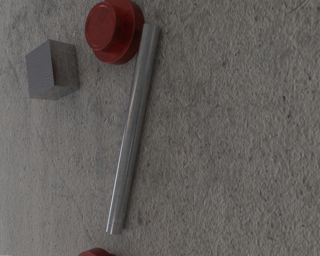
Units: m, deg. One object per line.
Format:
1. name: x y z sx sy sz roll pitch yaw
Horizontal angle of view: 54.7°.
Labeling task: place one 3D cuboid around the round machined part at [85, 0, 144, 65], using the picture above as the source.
1. round machined part: -0.073 -0.145 0.454 0.098 0.042 0.097 0 90 40

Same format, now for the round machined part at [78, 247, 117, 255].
1. round machined part: -0.086 0.229 0.465 0.098 0.042 0.097 0 90 40

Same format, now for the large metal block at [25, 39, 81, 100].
1. large metal block: -0.189 -0.099 0.545 0.080 0.050 0.080 -15 81 39

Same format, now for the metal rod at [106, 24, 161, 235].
1. metal rod: -0.040 0.008 0.437 0.025 0.025 0.298 18 102 38
